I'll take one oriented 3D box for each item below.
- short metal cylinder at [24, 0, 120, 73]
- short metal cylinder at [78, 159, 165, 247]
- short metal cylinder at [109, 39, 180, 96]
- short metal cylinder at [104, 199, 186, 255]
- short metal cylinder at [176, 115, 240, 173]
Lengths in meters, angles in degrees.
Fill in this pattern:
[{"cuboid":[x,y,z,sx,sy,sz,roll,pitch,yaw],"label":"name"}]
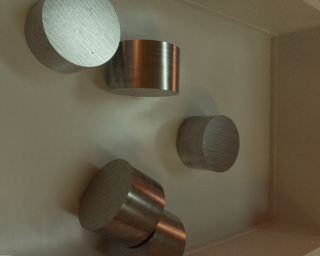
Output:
[{"cuboid":[-0.088,-0.099,0.316,0.081,0.050,0.080,0,90,-40],"label":"short metal cylinder"},{"cuboid":[-0.042,0.081,0.336,0.050,0.080,0.080,40,66,-33],"label":"short metal cylinder"},{"cuboid":[-0.017,-0.065,0.356,0.081,0.080,0.050,2,89,-40],"label":"short metal cylinder"},{"cuboid":[-0.018,0.128,0.356,0.050,0.080,0.080,37,68,-34],"label":"short metal cylinder"},{"cuboid":[0.070,0.022,0.449,0.081,0.050,0.080,0,90,-40],"label":"short metal cylinder"}]
